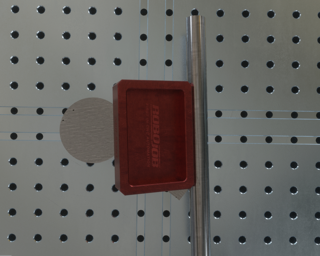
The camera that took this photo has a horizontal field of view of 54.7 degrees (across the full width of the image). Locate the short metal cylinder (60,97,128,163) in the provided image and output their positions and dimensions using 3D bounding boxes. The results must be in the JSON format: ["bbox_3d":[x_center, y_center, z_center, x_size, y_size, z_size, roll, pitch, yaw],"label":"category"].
[{"bbox_3d":[-0.081,0.003,0.399,0.081,0.050,0.079,0,90,-1],"label":"short metal cylinder"}]

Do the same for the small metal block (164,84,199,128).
[{"bbox_3d":[0.031,-0.029,0.414,0.050,0.025,0.050,-15,90,-1],"label":"small metal block"}]

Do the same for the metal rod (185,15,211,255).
[{"bbox_3d":[0.048,0.012,0.389,0.025,0.025,0.298,-1,90,-1],"label":"metal rod"}]

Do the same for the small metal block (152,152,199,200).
[{"bbox_3d":[0.021,0.059,0.413,0.050,0.025,0.050,39,90,-1],"label":"small metal block"}]

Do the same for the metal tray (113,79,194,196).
[{"bbox_3d":[-0.008,0.010,0.371,0.091,0.030,0.129,-2,90,-20],"label":"metal tray"}]
